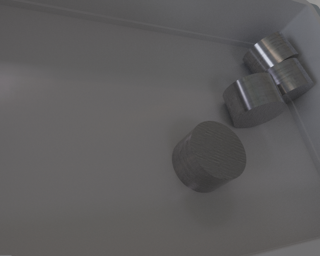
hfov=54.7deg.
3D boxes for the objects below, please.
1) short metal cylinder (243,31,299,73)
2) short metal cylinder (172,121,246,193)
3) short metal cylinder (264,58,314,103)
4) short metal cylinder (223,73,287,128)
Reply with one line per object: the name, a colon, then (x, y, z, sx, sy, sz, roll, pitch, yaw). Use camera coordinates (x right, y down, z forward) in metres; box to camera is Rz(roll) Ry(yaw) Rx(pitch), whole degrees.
short metal cylinder: (0.196, -0.125, 0.552, 0.081, 0.080, 0.050, -21, 73, -36)
short metal cylinder: (0.063, 0.038, 0.400, 0.081, 0.050, 0.080, 14, 56, -21)
short metal cylinder: (0.211, -0.074, 0.529, 0.081, 0.080, 0.050, -13, 69, -33)
short metal cylinder: (0.142, -0.040, 0.471, 0.081, 0.080, 0.050, -2, 63, -29)
